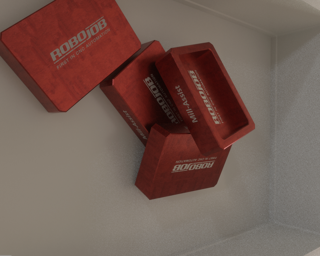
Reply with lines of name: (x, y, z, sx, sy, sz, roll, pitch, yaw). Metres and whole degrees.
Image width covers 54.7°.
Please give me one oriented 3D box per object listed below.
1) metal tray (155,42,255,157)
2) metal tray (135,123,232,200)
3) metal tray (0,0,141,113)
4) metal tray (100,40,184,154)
metal tray: (0.059, -0.040, 0.387, 0.091, 0.030, 0.130, -24, 86, -45)
metal tray: (0.037, 0.040, 0.410, 0.131, 0.030, 0.089, 0, 115, -41)
metal tray: (-0.090, -0.089, 0.328, 0.131, 0.030, 0.090, -48, 119, -29)
metal tray: (-0.005, -0.034, 0.399, 0.090, 0.030, 0.130, -50, 120, -28)
